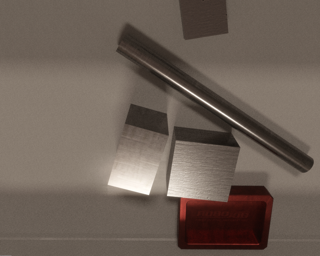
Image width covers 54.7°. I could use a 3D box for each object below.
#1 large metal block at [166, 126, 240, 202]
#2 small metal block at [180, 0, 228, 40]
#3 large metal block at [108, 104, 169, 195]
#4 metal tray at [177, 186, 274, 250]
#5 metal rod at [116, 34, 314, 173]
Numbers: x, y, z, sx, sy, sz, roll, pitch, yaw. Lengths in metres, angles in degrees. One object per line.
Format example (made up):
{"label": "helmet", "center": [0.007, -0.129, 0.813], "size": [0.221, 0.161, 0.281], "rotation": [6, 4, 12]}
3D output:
{"label": "large metal block", "center": [0.054, 0.048, 0.416], "size": [0.081, 0.050, 0.079], "rotation": [7, 110, -3]}
{"label": "small metal block", "center": [0.050, -0.133, 0.363], "size": [0.050, 0.025, 0.050], "rotation": [-9, 110, 2]}
{"label": "large metal block", "center": [-0.026, 0.024, 0.390], "size": [0.050, 0.080, 0.079], "rotation": [16, 109, -6]}
{"label": "metal tray", "center": [0.092, 0.131, 0.455], "size": [0.131, 0.030, 0.089], "rotation": [1, 106, -1]}
{"label": "metal rod", "center": [0.079, -0.026, 0.403], "size": [0.301, 0.025, 0.025], "rotation": [32, 107, -12]}
